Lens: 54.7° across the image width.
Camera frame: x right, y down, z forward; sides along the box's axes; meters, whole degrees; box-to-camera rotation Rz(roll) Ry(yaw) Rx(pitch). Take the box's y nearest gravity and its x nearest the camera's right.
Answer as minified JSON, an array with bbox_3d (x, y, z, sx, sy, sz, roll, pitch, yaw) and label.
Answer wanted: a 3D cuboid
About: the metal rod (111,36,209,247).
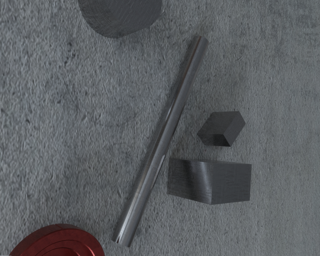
[{"bbox_3d":[0.007,0.005,0.412,0.025,0.025,0.299,35,69,-35],"label":"metal rod"}]

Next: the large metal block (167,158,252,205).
[{"bbox_3d":[0.068,0.071,0.428,0.081,0.080,0.050,7,86,-40],"label":"large metal block"}]

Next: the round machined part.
[{"bbox_3d":[-0.107,0.143,0.306,0.099,0.042,0.097,0,90,-40],"label":"round machined part"}]

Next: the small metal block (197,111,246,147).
[{"bbox_3d":[0.093,0.001,0.469,0.050,0.050,0.025,-50,120,-28],"label":"small metal block"}]

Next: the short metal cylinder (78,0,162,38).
[{"bbox_3d":[-0.045,-0.148,0.352,0.081,0.050,0.079,0,90,-40],"label":"short metal cylinder"}]
